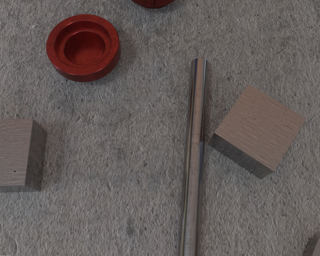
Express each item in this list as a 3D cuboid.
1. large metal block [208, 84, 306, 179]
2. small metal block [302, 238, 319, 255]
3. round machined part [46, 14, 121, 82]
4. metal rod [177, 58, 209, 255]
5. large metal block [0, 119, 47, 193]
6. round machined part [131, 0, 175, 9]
[{"bbox_3d":[0.120,0.006,0.394,0.080,0.050,0.080,34,73,11],"label":"large metal block"},{"bbox_3d":[0.189,0.161,0.351,0.050,0.025,0.050,28,72,10],"label":"small metal block"},{"bbox_3d":[-0.104,-0.107,0.437,0.099,0.042,0.098,0,70,0],"label":"round machined part"},{"bbox_3d":[0.043,0.047,0.391,0.025,0.025,0.299,5,70,2],"label":"metal rod"},{"bbox_3d":[-0.192,0.035,0.380,0.081,0.050,0.080,-1,70,-1],"label":"large metal block"},{"bbox_3d":[-0.010,-0.226,0.482,0.099,0.042,0.098,0,70,0],"label":"round machined part"}]
